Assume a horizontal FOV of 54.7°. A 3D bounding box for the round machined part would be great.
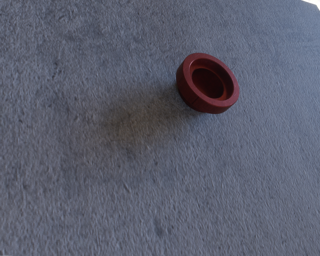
[{"bbox_3d":[0.067,-0.062,0.469,0.099,0.042,0.098,14,56,-21],"label":"round machined part"}]
